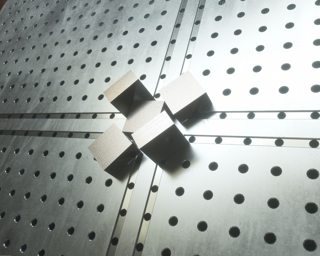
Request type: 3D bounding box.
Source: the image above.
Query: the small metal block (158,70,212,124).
[{"bbox_3d":[0.033,-0.042,0.417,0.050,0.025,0.050,-35,51,6],"label":"small metal block"}]

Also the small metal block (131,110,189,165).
[{"bbox_3d":[0.001,0.013,0.384,0.050,0.050,0.025,-36,51,4],"label":"small metal block"}]

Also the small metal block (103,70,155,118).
[{"bbox_3d":[-0.044,-0.047,0.444,0.050,0.050,0.025,-40,52,2],"label":"small metal block"}]

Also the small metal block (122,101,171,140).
[{"bbox_3d":[-0.017,-0.010,0.423,0.050,0.025,0.050,3,62,31],"label":"small metal block"}]

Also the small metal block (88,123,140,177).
[{"bbox_3d":[-0.063,0.029,0.424,0.050,0.025,0.050,-44,51,-3],"label":"small metal block"}]
